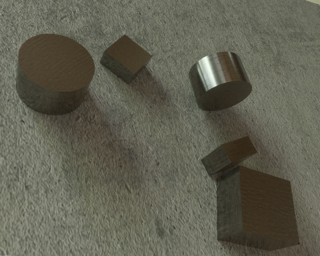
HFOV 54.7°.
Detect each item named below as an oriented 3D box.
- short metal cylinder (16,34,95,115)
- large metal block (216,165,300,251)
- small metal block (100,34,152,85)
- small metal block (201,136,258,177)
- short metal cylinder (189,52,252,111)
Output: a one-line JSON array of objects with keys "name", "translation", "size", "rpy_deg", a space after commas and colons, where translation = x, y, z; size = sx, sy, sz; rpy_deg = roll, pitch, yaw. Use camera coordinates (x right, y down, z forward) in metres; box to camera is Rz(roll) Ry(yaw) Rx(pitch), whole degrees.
[{"name": "short metal cylinder", "translation": [-0.122, -0.061, 0.360], "size": [0.081, 0.050, 0.080], "rpy_deg": [14, 56, -21]}, {"name": "large metal block", "translation": [0.120, 0.102, 0.390], "size": [0.081, 0.050, 0.080], "rpy_deg": [18, 55, -18]}, {"name": "small metal block", "translation": [-0.047, -0.097, 0.438], "size": [0.050, 0.025, 0.050], "rpy_deg": [38, 51, -3]}, {"name": "small metal block", "translation": [0.092, 0.038, 0.414], "size": [0.050, 0.050, 0.025], "rpy_deg": [-14, 69, -34]}, {"name": "short metal cylinder", "translation": [0.088, -0.067, 0.456], "size": [0.081, 0.080, 0.050], "rpy_deg": [0, 62, -28]}]
